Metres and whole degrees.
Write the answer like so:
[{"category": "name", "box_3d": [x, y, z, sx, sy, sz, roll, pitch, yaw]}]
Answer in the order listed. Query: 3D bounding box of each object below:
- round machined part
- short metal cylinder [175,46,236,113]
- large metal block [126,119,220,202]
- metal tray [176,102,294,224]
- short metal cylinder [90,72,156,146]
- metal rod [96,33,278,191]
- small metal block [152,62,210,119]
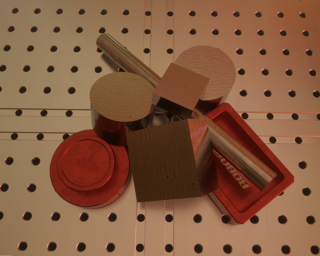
[{"category": "round machined part", "box_3d": [-0.086, 0.047, 0.380, 0.099, 0.042, 0.098, 0, 70, 0]}, {"category": "short metal cylinder", "box_3d": [0.057, -0.063, 0.418, 0.081, 0.050, 0.080, 0, 70, 0]}, {"category": "large metal block", "box_3d": [0.014, 0.037, 0.353, 0.080, 0.050, 0.080, -13, 84, 30]}, {"category": "metal tray", "box_3d": [0.088, 0.042, 0.390, 0.090, 0.030, 0.130, -35, 74, -12]}, {"category": "short metal cylinder", "box_3d": [-0.047, -0.025, 0.391, 0.081, 0.050, 0.080, 5, 53, -6]}, {"category": "metal rod", "box_3d": [0.018, -0.034, 0.394, 0.025, 0.025, 0.300, -41, 66, -14]}, {"category": "small metal block", "box_3d": [0.024, -0.043, 0.368, 0.050, 0.025, 0.050, 25, 64, 9]}]
